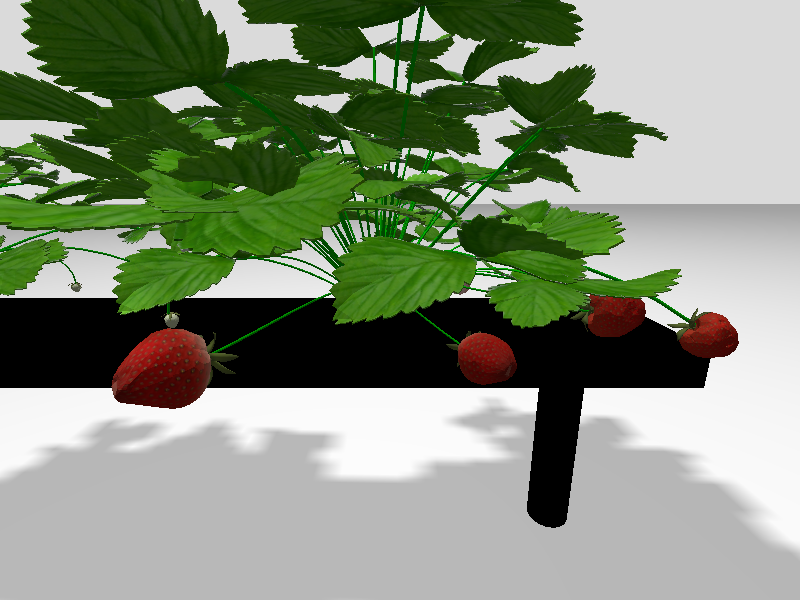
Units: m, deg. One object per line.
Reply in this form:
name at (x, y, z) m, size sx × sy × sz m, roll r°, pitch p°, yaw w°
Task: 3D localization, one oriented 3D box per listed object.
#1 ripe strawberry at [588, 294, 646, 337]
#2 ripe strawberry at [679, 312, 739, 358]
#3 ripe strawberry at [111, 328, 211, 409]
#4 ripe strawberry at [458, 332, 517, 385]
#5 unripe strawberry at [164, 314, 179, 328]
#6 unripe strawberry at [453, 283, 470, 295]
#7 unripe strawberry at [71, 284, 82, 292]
ripe strawberry at (0.166, 0.009, 0.308) m, size 0.041 × 0.043 × 0.038 m, roll 5°, pitch 16°, yaw 16°
ripe strawberry at (0.210, 0.026, 0.270) m, size 0.031 × 0.032 × 0.028 m, roll 37°, pitch 25°, yaw 10°
ripe strawberry at (-0.125, 0.038, 0.210) m, size 0.042 × 0.044 × 0.046 m, roll 10°, pitch 19°, yaw 32°
ripe strawberry at (0.052, 0.035, 0.236) m, size 0.035 × 0.030 × 0.035 m, roll -8°, pitch 18°, yaw -27°
unripe strawberry at (-0.177, 0.016, 0.310) m, size 0.010 × 0.011 × 0.011 m, roll -5°, pitch 16°, yaw -19°
unripe strawberry at (0.068, -0.024, 0.452) m, size 0.032 × 0.034 × 0.035 m, roll 14°, pitch 20°, yaw 42°
unripe strawberry at (-0.366, -0.014, 0.453) m, size 0.010 × 0.010 × 0.011 m, roll -13°, pitch 20°, yaw -39°
